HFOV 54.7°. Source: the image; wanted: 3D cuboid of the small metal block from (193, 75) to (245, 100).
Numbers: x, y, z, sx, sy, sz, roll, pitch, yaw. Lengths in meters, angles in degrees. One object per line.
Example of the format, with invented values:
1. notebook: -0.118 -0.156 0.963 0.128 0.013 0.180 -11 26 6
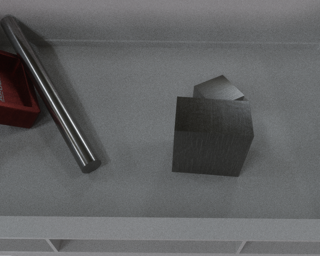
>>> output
1. small metal block: 0.083 -0.044 0.444 0.050 0.025 0.050 -23 54 -19

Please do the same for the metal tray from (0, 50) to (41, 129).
1. metal tray: -0.221 -0.060 0.417 0.091 0.030 0.130 12 37 -43

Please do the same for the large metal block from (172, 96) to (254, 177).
1. large metal block: 0.057 0.012 0.360 0.080 0.080 0.050 4 50 3

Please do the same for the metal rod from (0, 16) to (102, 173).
1. metal rod: -0.162 -0.061 0.432 0.025 0.025 0.300 -26 62 -21
